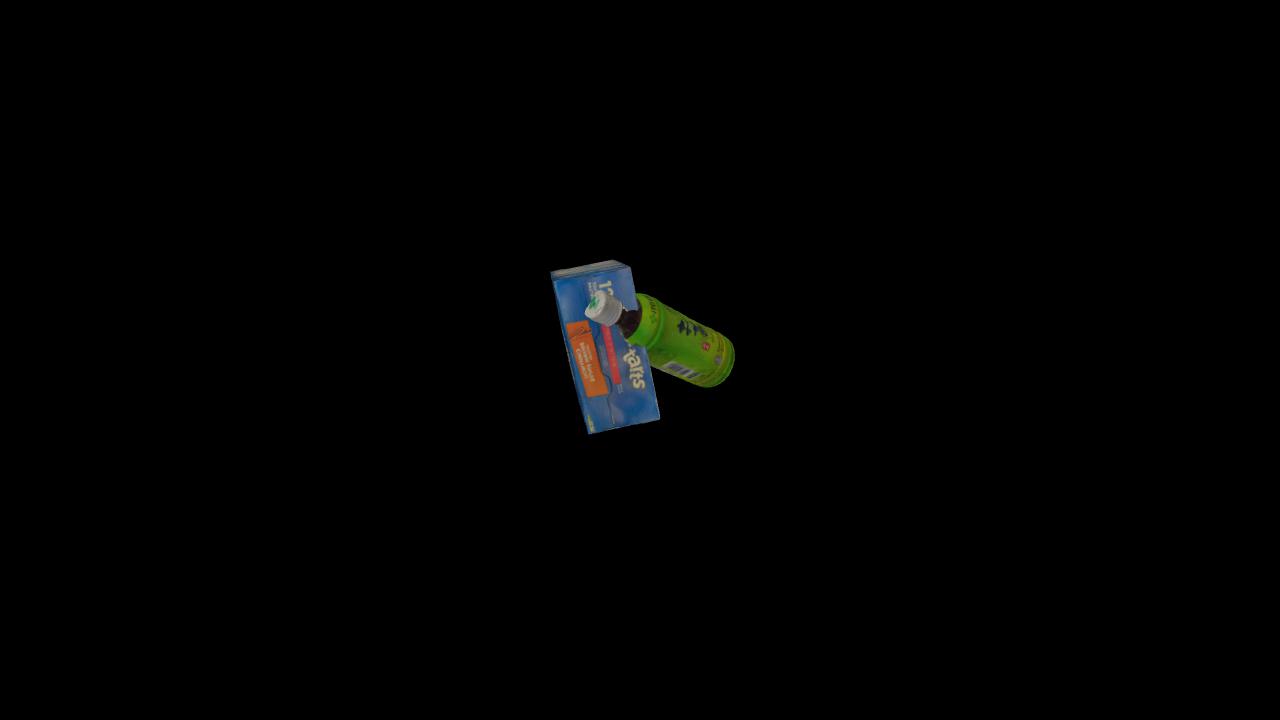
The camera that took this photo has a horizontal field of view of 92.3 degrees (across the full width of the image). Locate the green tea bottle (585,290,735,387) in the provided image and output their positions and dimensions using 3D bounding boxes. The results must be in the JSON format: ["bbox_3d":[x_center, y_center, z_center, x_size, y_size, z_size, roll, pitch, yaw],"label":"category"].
[{"bbox_3d":[0.023,-0.026,0.681,0.073,0.073,0.212,0,-15,41],"label":"green tea bottle"}]

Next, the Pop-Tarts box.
[{"bbox_3d":[-0.043,-0.021,0.693,0.083,0.167,0.141,-14,14,-7],"label":"Pop-Tarts box"}]
